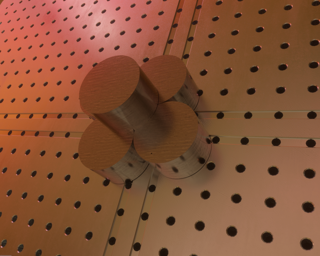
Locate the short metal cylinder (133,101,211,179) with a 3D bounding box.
[{"bbox_3d":[0.016,0.015,0.373,0.080,0.050,0.080,-13,56,20],"label":"short metal cylinder"}]

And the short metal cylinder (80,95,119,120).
[{"bbox_3d":[-0.067,-0.039,0.449,0.080,0.050,0.080,-13,56,20],"label":"short metal cylinder"}]

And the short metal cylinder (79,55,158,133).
[{"bbox_3d":[-0.049,-0.040,0.374,0.080,0.050,0.080,-12,58,20],"label":"short metal cylinder"}]

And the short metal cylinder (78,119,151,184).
[{"bbox_3d":[-0.058,0.026,0.404,0.080,0.050,0.080,-13,56,20],"label":"short metal cylinder"}]

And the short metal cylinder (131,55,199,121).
[{"bbox_3d":[0.007,-0.051,0.418,0.080,0.050,0.080,-13,56,20],"label":"short metal cylinder"}]
